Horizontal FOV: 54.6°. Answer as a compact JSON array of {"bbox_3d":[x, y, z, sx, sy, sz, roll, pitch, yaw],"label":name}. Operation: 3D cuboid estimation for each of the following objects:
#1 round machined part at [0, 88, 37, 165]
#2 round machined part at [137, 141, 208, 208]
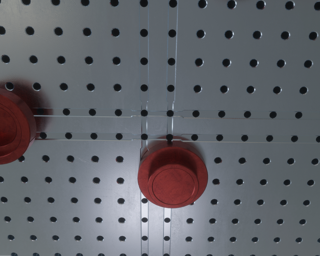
[{"bbox_3d":[-0.209,-0.005,0.401,0.099,0.042,0.097,0,110,0],"label":"round machined part"},{"bbox_3d":[0.018,0.071,0.431,0.099,0.042,0.097,0,110,0],"label":"round machined part"}]
